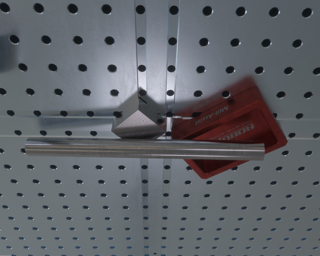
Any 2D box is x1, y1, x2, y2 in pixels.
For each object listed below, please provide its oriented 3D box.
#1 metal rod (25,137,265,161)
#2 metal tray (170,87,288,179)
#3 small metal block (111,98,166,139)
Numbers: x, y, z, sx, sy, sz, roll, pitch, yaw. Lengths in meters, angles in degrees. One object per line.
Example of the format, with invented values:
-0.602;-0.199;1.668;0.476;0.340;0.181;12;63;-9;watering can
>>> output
-0.023;0.026;0.398;0.302;0.025;0.025;1;130;6;metal rod
0.091;0.012;0.419;0.130;0.030;0.090;-28;125;21;metal tray
-0.027;-0.003;0.409;0.050;0.025;0.050;-36;122;26;small metal block
